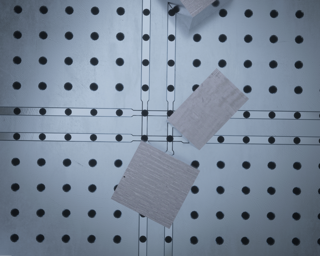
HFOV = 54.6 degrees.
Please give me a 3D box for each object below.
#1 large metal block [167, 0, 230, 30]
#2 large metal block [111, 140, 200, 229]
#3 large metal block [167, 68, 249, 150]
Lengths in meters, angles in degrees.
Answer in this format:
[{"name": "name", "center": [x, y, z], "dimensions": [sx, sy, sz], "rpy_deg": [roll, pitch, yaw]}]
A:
[{"name": "large metal block", "center": [0.048, -0.190, 0.401], "dimensions": [0.080, 0.050, 0.080], "rpy_deg": [-37, 90, 0]}, {"name": "large metal block", "center": [-0.005, 0.069, 0.401], "dimensions": [0.080, 0.050, 0.080], "rpy_deg": [28, 90, 0]}, {"name": "large metal block", "center": [0.054, -0.021, 0.386], "dimensions": [0.050, 0.080, 0.080], "rpy_deg": [44, 90, 0]}]
